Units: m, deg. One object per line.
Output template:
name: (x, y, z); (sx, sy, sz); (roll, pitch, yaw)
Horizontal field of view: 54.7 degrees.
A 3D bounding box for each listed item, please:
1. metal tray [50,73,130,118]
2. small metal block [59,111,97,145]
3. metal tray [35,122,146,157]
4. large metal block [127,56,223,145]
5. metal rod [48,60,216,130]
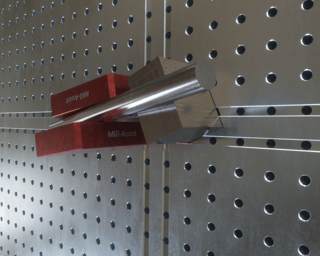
metal tray: (-0.076, -0.039, 0.426); (0.130, 0.091, 0.030); (-11, 84, 39)
small metal block: (-0.132, 0.000, 0.498); (0.025, 0.050, 0.050); (-11, 83, 39)
metal tray: (-0.080, 0.014, 0.404); (0.090, 0.131, 0.030); (-12, 83, 39)
large metal block: (0.018, -0.028, 0.356); (0.050, 0.081, 0.080); (-28, 73, 36)
metal rod: (-0.060, -0.020, 0.359); (0.299, 0.025, 0.025); (-13, 82, 48)
